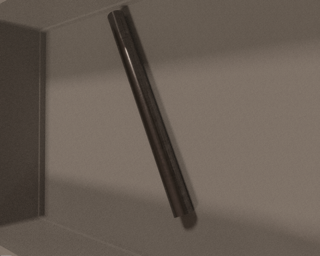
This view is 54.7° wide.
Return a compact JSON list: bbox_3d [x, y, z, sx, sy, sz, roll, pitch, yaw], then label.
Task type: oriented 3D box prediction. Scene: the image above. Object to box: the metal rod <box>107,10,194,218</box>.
[{"bbox_3d":[-0.018,-0.030,0.419,0.025,0.025,0.299,-30,71,35],"label":"metal rod"}]
